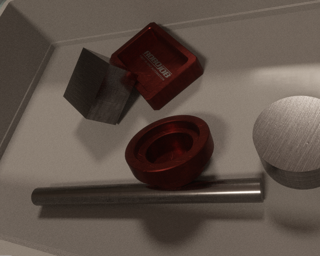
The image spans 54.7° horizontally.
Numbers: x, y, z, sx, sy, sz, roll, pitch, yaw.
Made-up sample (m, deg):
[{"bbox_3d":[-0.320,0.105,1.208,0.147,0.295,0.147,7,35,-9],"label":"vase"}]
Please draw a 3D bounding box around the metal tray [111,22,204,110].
[{"bbox_3d":[-0.009,-0.096,0.464,0.090,0.030,0.130,-39,51,1],"label":"metal tray"}]

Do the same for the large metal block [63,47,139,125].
[{"bbox_3d":[-0.088,-0.061,0.450,0.080,0.050,0.080,37,106,42],"label":"large metal block"}]

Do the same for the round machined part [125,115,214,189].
[{"bbox_3d":[0.014,0.030,0.353,0.098,0.042,0.098,-16,31,10],"label":"round machined part"}]

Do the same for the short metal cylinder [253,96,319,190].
[{"bbox_3d":[0.138,0.015,0.308,0.080,0.050,0.080,-13,56,20],"label":"short metal cylinder"}]

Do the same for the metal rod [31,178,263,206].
[{"bbox_3d":[-0.034,0.079,0.373,0.301,0.025,0.025,-7,59,24],"label":"metal rod"}]
